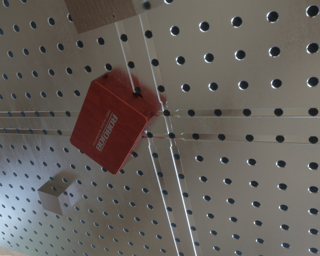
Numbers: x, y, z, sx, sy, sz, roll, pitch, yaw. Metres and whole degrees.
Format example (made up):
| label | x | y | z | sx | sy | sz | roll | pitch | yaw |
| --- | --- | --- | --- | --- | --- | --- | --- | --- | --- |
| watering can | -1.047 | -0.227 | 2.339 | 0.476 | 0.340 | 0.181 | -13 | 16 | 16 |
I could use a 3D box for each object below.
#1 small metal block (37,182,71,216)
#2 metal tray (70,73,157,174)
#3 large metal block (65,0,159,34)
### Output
| label | x | y | z | sx | sy | sz | roll | pitch | yaw |
| --- | --- | --- | --- | --- | --- | --- | --- | --- | --- |
| small metal block | -0.206 | 0.139 | 0.606 | 0.050 | 0.025 | 0.050 | 11 | 123 | 22 |
| metal tray | -0.071 | -0.002 | 0.445 | 0.090 | 0.030 | 0.129 | 36 | 129 | 4 |
| large metal block | -0.059 | -0.155 | 0.330 | 0.080 | 0.050 | 0.080 | -6 | 116 | 30 |
